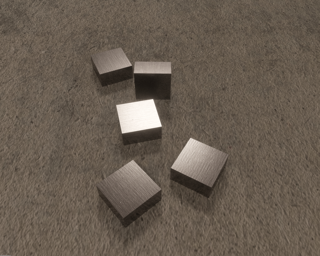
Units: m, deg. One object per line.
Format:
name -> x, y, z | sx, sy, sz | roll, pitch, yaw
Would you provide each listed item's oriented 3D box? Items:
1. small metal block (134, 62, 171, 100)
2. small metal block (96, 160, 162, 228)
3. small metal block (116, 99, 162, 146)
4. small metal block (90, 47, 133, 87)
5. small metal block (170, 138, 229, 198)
small metal block -> -0.010, -0.067, 0.443 | 0.050, 0.050, 0.025 | 0, 50, 0
small metal block -> -0.034, 0.072, 0.343 | 0.050, 0.025, 0.050 | -33, 58, -25
small metal block -> -0.028, -0.008, 0.410 | 0.050, 0.025, 0.050 | -10, 51, -9
small metal block -> -0.075, -0.096, 0.483 | 0.050, 0.025, 0.050 | -19, 53, -16
small metal block -> 0.047, 0.046, 0.365 | 0.050, 0.025, 0.050 | 24, 54, 18
